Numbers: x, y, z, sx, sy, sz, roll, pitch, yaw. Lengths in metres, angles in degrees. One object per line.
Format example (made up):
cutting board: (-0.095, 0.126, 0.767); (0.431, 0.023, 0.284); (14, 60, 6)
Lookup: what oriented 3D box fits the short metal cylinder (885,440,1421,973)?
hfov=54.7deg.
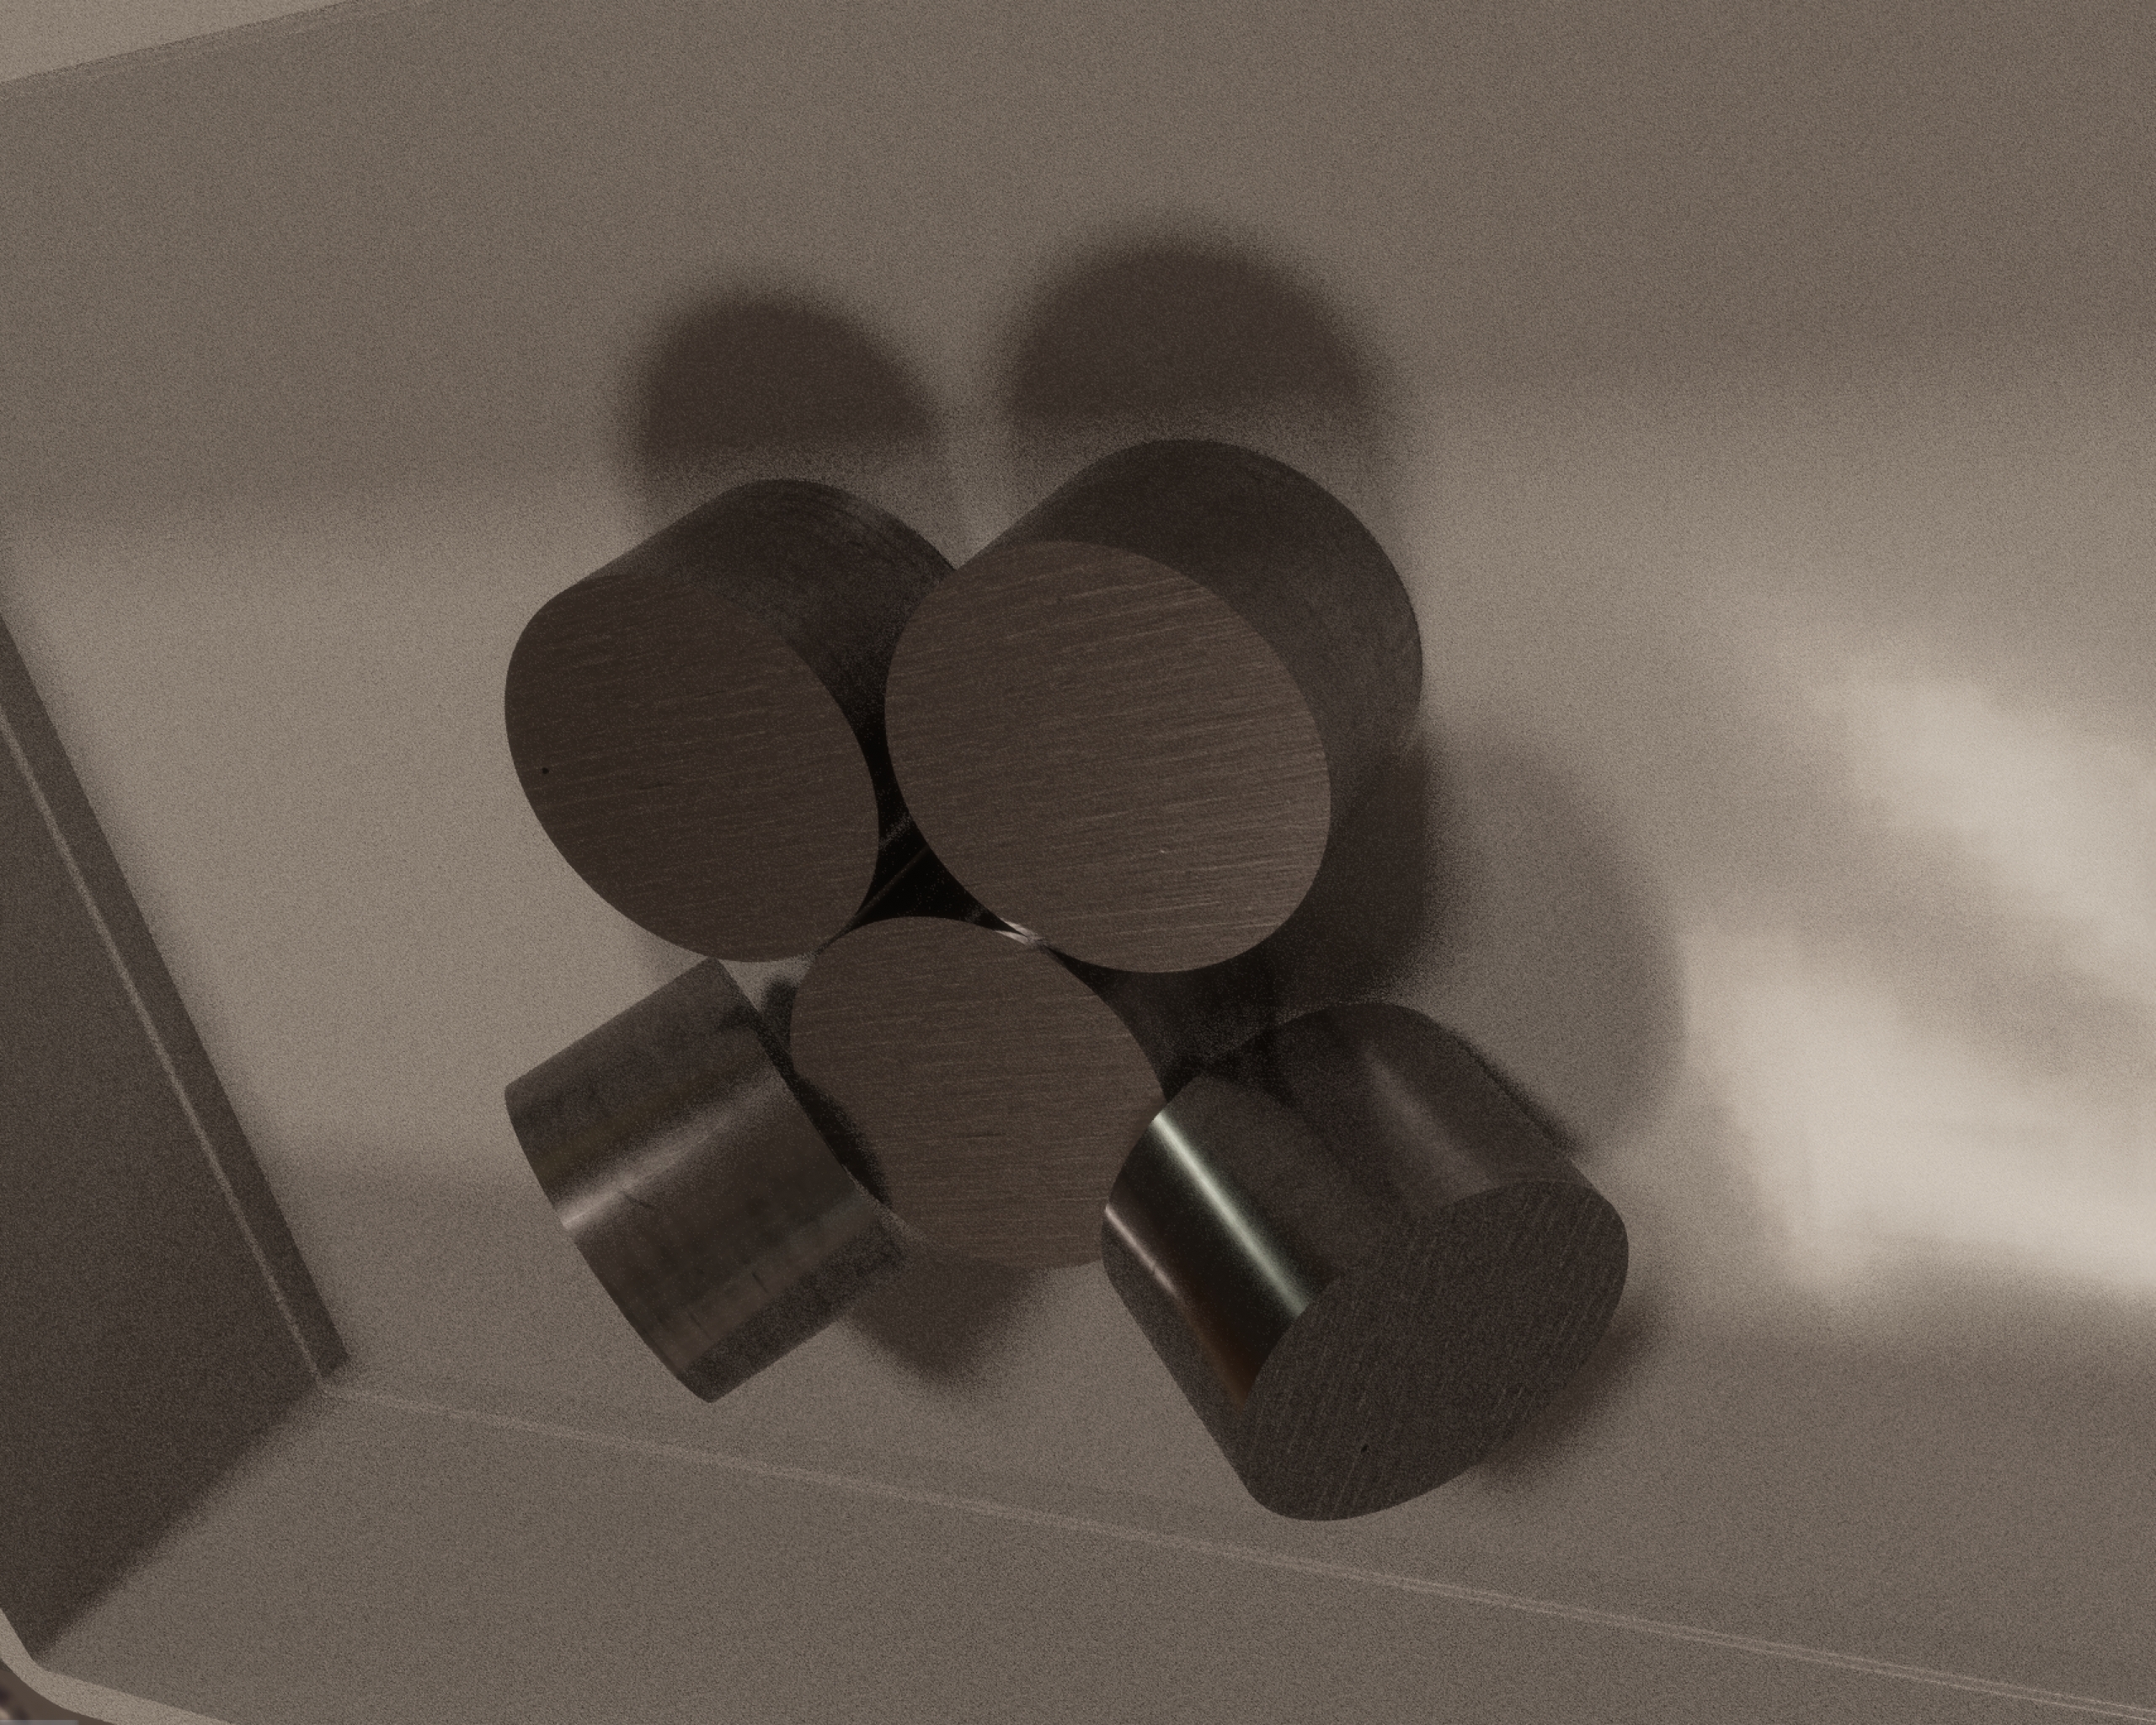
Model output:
short metal cylinder: (0.014, -0.028, 0.365); (0.080, 0.050, 0.079); (13, 124, 20)

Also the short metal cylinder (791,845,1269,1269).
short metal cylinder: (-0.009, 0.033, 0.412); (0.080, 0.050, 0.079); (13, 124, 20)

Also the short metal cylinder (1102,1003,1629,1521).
short metal cylinder: (0.052, 0.072, 0.379); (0.050, 0.081, 0.079); (51, 143, 46)

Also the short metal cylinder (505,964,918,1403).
short metal cylinder: (-0.077, 0.067, 0.444); (0.050, 0.080, 0.080); (-33, 104, -7)

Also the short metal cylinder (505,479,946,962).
short metal cylinder: (-0.062, -0.028, 0.403); (0.080, 0.050, 0.079); (13, 124, 20)
